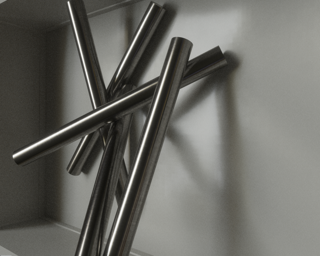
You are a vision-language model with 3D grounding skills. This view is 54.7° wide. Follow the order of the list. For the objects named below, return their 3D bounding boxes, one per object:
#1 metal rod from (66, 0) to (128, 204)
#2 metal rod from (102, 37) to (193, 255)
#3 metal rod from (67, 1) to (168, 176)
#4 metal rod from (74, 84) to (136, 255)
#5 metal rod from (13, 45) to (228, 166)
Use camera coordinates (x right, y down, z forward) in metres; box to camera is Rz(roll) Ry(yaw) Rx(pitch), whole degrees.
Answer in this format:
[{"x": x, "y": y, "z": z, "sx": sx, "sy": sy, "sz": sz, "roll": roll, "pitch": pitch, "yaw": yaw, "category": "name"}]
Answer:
[{"x": -0.084, "y": -0.032, "z": 0.442, "sx": 0.025, "sy": 0.025, "sz": 0.298, "roll": -13, "pitch": 91, "yaw": 39, "category": "metal rod"}, {"x": -0.019, "y": 0.047, "z": 0.321, "sx": 0.025, "sy": 0.025, "sz": 0.299, "roll": 10, "pitch": 79, "yaw": 39, "category": "metal rod"}, {"x": -0.073, "y": -0.044, "z": 0.464, "sx": 0.025, "sy": 0.025, "sz": 0.298, "roll": 46, "pitch": 117, "yaw": 30, "category": "metal rod"}, {"x": -0.061, "y": 0.063, "z": 0.353, "sx": 0.025, "sy": 0.025, "sz": 0.300, "roll": -26, "pitch": 41, "yaw": 37, "category": "metal rod"}, {"x": -0.060, "y": -0.020, "z": 0.387, "sx": 0.300, "sy": 0.025, "sz": 0.025, "roll": -25, "pitch": 73, "yaw": 15, "category": "metal rod"}]
